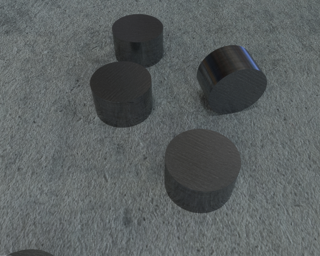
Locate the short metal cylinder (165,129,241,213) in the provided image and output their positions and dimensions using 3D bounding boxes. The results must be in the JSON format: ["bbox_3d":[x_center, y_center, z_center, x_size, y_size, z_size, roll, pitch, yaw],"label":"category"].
[{"bbox_3d":[0.045,0.047,0.347,0.080,0.050,0.080,0,50,0],"label":"short metal cylinder"}]

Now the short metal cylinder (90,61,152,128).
[{"bbox_3d":[-0.051,-0.047,0.426,0.080,0.050,0.080,0,50,0],"label":"short metal cylinder"}]

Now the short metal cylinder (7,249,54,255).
[{"bbox_3d":[-0.110,0.151,0.259,0.080,0.050,0.080,0,50,0],"label":"short metal cylinder"}]

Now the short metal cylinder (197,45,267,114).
[{"bbox_3d":[0.096,-0.065,0.422,0.081,0.080,0.050,-10,51,-9],"label":"short metal cylinder"}]

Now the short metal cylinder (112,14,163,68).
[{"bbox_3d":[-0.035,-0.142,0.506,0.080,0.050,0.080,0,50,0],"label":"short metal cylinder"}]
